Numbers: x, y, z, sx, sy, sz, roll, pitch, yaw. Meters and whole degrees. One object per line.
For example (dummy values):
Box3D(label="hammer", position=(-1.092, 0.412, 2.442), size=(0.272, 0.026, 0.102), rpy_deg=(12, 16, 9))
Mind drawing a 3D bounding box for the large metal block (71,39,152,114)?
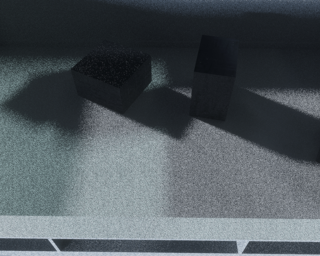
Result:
Box3D(label="large metal block", position=(-0.068, -0.077, 0.453), size=(0.080, 0.050, 0.080), rpy_deg=(23, 54, 18))

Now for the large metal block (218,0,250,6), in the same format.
Box3D(label="large metal block", position=(0.157, -0.305, 0.649), size=(0.080, 0.050, 0.080), rpy_deg=(19, 53, 15))

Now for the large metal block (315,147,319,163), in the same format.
Box3D(label="large metal block", position=(0.236, 0.000, 0.371), size=(0.050, 0.080, 0.080), rpy_deg=(24, 54, 19))

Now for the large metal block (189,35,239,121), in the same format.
Box3D(label="large metal block", position=(0.074, -0.069, 0.427), size=(0.050, 0.080, 0.080), rpy_deg=(9, 51, 8))
